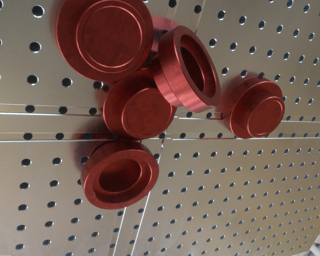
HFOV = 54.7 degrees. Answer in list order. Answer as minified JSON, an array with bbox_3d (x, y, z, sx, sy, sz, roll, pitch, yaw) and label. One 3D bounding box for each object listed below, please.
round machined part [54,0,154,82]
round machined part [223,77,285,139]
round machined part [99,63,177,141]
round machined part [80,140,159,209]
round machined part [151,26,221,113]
[{"bbox_3d":[-0.052,-0.093,0.308,0.099,0.042,0.097,-10,117,-20],"label":"round machined part"},{"bbox_3d":[0.148,-0.025,0.468,0.099,0.042,0.097,-14,125,-21],"label":"round machined part"},{"bbox_3d":[-0.020,-0.026,0.375,0.099,0.042,0.097,-14,125,-21],"label":"round machined part"},{"bbox_3d":[-0.054,0.056,0.404,0.099,0.042,0.097,-14,128,-19],"label":"round machined part"},{"bbox_3d":[0.027,-0.062,0.354,0.042,0.098,0.098,-22,137,31],"label":"round machined part"}]
